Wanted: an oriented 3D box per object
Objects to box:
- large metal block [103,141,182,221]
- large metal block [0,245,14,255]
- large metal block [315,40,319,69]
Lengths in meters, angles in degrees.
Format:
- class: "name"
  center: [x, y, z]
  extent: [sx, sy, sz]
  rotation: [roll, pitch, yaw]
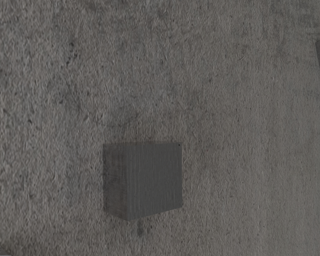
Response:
- class: "large metal block"
  center: [-0.020, 0.058, 0.372]
  extent: [0.081, 0.050, 0.079]
  rotation: [-1, 91, -40]
- class: "large metal block"
  center: [-0.141, 0.165, 0.271]
  extent: [0.080, 0.050, 0.080]
  rotation: [-48, 119, -29]
- class: "large metal block"
  center: [0.419, -0.180, 0.739]
  extent: [0.081, 0.050, 0.080]
  rotation: [-32, 110, -35]
